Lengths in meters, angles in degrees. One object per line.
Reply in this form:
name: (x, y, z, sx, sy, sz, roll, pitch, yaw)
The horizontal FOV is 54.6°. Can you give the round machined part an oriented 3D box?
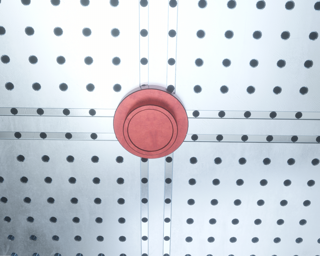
round machined part: (-0.012, -0.003, 0.403, 0.099, 0.042, 0.097, 0, 110, 0)
